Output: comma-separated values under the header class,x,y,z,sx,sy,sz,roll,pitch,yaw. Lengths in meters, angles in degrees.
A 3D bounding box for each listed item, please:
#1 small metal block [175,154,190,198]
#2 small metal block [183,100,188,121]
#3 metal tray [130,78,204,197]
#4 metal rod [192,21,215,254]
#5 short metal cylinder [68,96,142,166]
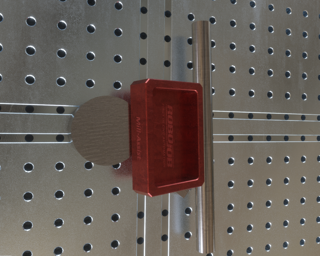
class,x,y,z,sx,sy,sz,roll,pitch,yaw
small metal block,0.024,0.059,0.422,0.050,0.025,0.050,41,77,-16
small metal block,0.033,-0.029,0.426,0.050,0.025,0.050,-16,96,-20
metal tray,0.011,0.010,0.373,0.091,0.030,0.129,-2,91,-40
metal rod,0.057,0.012,0.408,0.025,0.025,0.298,-1,91,-20
short metal cylinder,-0.068,0.003,0.374,0.081,0.050,0.079,0,90,-21
